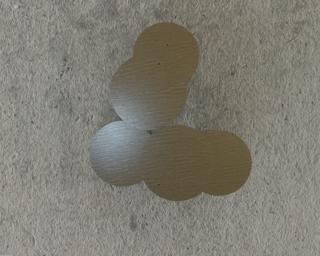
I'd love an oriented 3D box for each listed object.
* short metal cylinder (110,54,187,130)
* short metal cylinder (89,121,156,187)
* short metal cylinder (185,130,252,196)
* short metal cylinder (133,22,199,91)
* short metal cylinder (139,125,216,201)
[{"bbox_3d":[-0.012,-0.038,0.348,0.080,0.050,0.080,0,90,0],"label":"short metal cylinder"},{"bbox_3d":[-0.045,0.031,0.398,0.081,0.050,0.080,0,90,0],"label":"short metal cylinder"},{"bbox_3d":[0.071,0.042,0.399,0.081,0.050,0.080,0,90,0],"label":"short metal cylinder"},{"bbox_3d":[0.007,-0.088,0.399,0.081,0.050,0.080,0,90,0],"label":"short metal cylinder"},{"bbox_3d":[0.018,0.036,0.348,0.081,0.050,0.080,0,90,-1],"label":"short metal cylinder"}]
